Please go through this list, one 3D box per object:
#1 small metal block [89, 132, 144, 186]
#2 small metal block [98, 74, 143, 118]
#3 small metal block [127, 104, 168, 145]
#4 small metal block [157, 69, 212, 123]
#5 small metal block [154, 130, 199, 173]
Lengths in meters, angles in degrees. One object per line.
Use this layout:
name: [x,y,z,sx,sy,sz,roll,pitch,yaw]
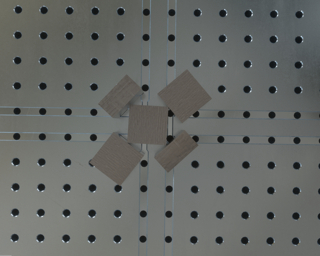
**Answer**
small metal block: [-0.056,0.040,0.413,0.050,0.025,0.050,38,89,-1]
small metal block: [-0.049,-0.039,0.400,0.025,0.050,0.050,44,91,-1]
small metal block: [-0.015,-0.004,0.413,0.050,0.025,0.050,4,89,1]
small metal block: [0.032,-0.041,0.413,0.050,0.025,0.050,-40,90,0]
small metal block: [0.020,0.028,0.401,0.050,0.050,0.025,-42,90,0]
